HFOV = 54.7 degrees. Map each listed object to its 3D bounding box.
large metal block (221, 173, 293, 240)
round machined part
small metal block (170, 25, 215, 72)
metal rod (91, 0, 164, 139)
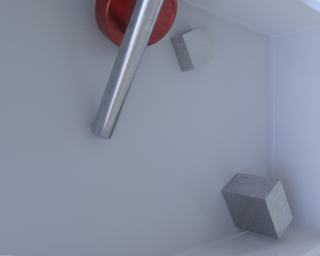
[{"bbox_3d":[0.158,0.125,0.507,0.050,0.080,0.080,-37,113,-34],"label":"large metal block"},{"bbox_3d":[-0.019,-0.132,0.348,0.099,0.042,0.097,-34,150,-23],"label":"round machined part"},{"bbox_3d":[0.048,-0.115,0.449,0.050,0.025,0.050,-35,112,-35],"label":"small metal block"},{"bbox_3d":[-0.011,-0.119,0.296,0.025,0.025,0.298,2,122,-40],"label":"metal rod"}]
